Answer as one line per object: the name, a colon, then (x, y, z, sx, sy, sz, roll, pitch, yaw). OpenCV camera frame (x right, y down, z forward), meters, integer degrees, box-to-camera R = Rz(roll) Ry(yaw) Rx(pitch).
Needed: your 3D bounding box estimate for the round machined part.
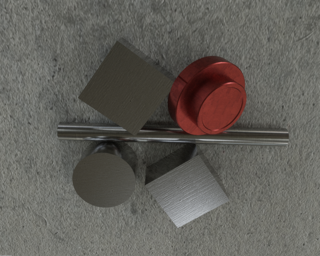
round machined part: (0.062, -0.031, 0.366, 0.099, 0.042, 0.097, -17, 130, -22)

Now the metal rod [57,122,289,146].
metal rod: (0.018, 0.008, 0.415, 0.302, 0.025, 0.025, 2, 110, -1)

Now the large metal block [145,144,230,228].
large metal block: (0.036, 0.076, 0.426, 0.080, 0.050, 0.080, -31, 108, 10)

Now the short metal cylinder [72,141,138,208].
short metal cylinder: (-0.071, 0.059, 0.418, 0.081, 0.050, 0.079, 0, 110, -1)

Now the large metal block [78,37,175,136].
large metal block: (-0.038, -0.051, 0.376, 0.080, 0.050, 0.080, 35, 106, -12)
